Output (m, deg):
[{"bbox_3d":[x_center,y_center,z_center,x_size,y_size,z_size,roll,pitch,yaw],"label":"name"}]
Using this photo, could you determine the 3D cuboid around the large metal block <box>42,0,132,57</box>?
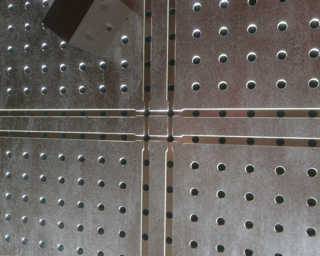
[{"bbox_3d":[-0.095,-0.151,0.418,0.050,0.080,0.080,40,103,16],"label":"large metal block"}]
